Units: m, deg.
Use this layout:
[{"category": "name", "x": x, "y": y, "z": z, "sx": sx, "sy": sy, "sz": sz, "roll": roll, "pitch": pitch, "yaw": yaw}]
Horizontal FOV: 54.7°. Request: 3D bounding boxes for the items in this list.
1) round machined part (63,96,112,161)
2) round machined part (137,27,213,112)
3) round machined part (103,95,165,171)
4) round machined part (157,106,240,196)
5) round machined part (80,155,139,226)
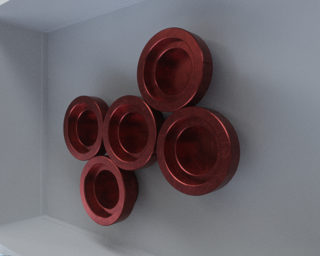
[{"category": "round machined part", "x": -0.103, "y": 0.000, "z": 0.478, "sx": 0.098, "sy": 0.042, "sz": 0.097, "roll": 0, "pitch": 90, "yaw": 40}, {"category": "round machined part", "x": 0.022, "y": -0.067, "z": 0.375, "sx": 0.098, "sy": 0.042, "sz": 0.097, "roll": 0, "pitch": 90, "yaw": 40}, {"category": "round machined part", "x": -0.029, "y": 0.006, "z": 0.415, "sx": 0.098, "sy": 0.042, "sz": 0.097, "roll": 0, "pitch": 90, "yaw": 40}, {"category": "round machined part", "x": 0.047, "y": 0.025, "z": 0.354, "sx": 0.098, "sy": 0.042, "sz": 0.097, "roll": 0, "pitch": 90, "yaw": 40}, {"category": "round machined part", "x": -0.070, "y": 0.088, "z": 0.449, "sx": 0.098, "sy": 0.042, "sz": 0.097, "roll": 0, "pitch": 90, "yaw": 40}]
